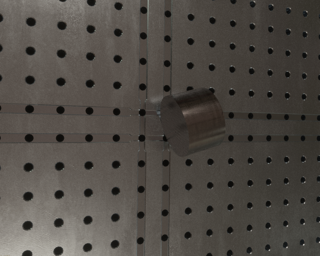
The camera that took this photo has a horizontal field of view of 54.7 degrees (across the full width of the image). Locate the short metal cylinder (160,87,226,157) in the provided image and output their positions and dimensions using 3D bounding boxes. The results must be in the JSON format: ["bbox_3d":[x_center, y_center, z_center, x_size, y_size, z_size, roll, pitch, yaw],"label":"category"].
[{"bbox_3d":[0.040,-0.008,0.399,0.050,0.080,0.080,-16,96,-20],"label":"short metal cylinder"}]
